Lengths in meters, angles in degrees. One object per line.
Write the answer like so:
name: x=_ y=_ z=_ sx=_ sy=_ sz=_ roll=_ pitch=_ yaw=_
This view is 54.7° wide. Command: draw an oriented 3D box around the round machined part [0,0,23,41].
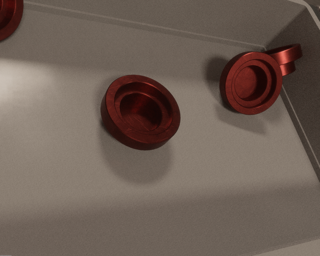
round machined part: x=-0.211 y=-0.148 z=0.349 sx=0.042 sy=0.097 sz=0.098 roll=14 pitch=44 yaw=29

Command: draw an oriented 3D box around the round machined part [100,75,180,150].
round machined part: x=-0.027 y=-0.016 z=0.391 sx=0.099 sy=0.042 sz=0.098 roll=14 pitch=56 yaw=-21

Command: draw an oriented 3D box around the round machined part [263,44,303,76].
round machined part: x=0.199 y=-0.113 z=0.547 sx=0.099 sy=0.098 sz=0.042 roll=-28 pitch=106 yaw=-38

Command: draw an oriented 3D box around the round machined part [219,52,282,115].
round machined part: x=0.140 y=-0.073 z=0.495 sx=0.099 sy=0.097 sz=0.042 roll=18 pitch=10 yaw=-19
